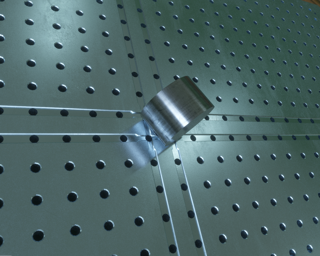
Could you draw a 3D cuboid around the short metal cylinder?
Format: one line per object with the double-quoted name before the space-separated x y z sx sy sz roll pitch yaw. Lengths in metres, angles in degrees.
"short metal cylinder" 0.022 -0.021 0.396 0.081 0.080 0.050 -32 79 -38
